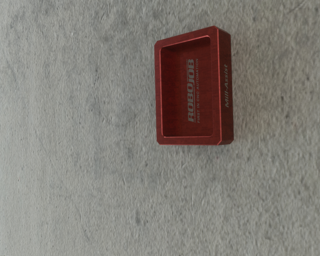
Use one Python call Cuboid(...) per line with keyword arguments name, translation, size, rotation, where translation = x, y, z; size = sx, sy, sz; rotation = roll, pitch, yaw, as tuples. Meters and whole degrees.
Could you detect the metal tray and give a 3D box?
Cuboid(name="metal tray", translation=(0.038, -0.045, 0.368), size=(0.090, 0.030, 0.129), rotation=(-2, 88, 39))
